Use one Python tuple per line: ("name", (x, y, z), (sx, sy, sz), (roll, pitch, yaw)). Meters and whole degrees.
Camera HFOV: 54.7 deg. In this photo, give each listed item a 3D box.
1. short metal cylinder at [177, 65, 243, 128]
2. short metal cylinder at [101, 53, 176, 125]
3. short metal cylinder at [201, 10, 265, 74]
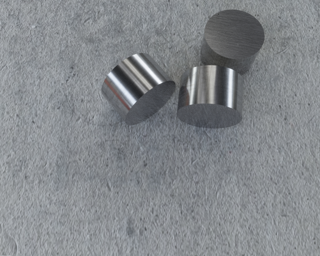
("short metal cylinder", (0.064, -0.037, 0.393), (0.080, 0.080, 0.050), (7, 70, 2))
("short metal cylinder", (-0.027, -0.049, 0.396), (0.080, 0.080, 0.050), (-37, 74, -12))
("short metal cylinder", (0.100, -0.118, 0.439), (0.081, 0.050, 0.080), (0, 70, 0))
